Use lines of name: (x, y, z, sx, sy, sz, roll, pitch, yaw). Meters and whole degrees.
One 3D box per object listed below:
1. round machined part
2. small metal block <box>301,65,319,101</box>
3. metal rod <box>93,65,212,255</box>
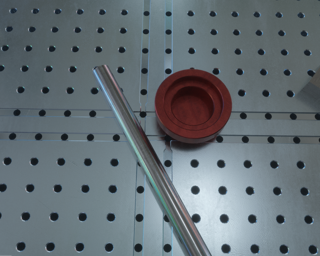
round machined part: (0.043, -0.026, 0.413, 0.099, 0.042, 0.098, 0, 70, -1)
small metal block: (0.240, -0.063, 0.438, 0.050, 0.025, 0.050, 37, 74, 12)
metal rod: (-0.014, 0.043, 0.395, 0.025, 0.025, 0.299, -27, 72, -10)
